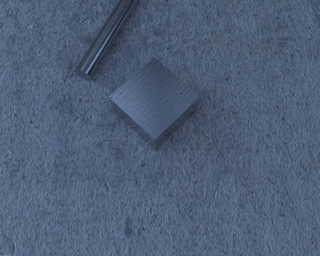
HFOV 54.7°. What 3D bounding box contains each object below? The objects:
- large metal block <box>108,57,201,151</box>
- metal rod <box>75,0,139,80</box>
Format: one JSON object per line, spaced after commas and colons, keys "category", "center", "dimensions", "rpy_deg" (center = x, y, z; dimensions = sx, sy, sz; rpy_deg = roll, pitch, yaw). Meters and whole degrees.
{"category": "large metal block", "center": [-0.007, -0.031, 0.406], "dimensions": [0.080, 0.050, 0.080], "rpy_deg": [42, 75, 13]}
{"category": "metal rod", "center": [-0.046, -0.202, 0.481], "dimensions": [0.025, 0.025, 0.300], "rpy_deg": [23, 71, 8]}
